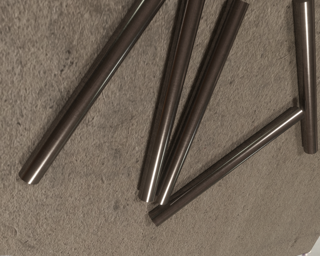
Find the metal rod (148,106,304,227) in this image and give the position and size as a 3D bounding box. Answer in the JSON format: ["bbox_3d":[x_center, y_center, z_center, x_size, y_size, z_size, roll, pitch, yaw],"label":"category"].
[{"bbox_3d":[0.111,0.060,0.506,0.301,0.025,0.025,-36,129,-5],"label":"metal rod"}]

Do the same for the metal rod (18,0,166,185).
[{"bbox_3d":[-0.063,-0.061,0.335,0.025,0.025,0.299,30,102,-38],"label":"metal rod"}]

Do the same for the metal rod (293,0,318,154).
[{"bbox_3d":[0.239,-0.065,0.500,0.025,0.025,0.299,-32,129,-8],"label":"metal rod"}]

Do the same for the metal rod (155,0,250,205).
[{"bbox_3d":[0.047,-0.020,0.421,0.025,0.025,0.298,6,116,-31],"label":"metal rod"}]

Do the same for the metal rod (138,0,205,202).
[{"bbox_3d":[0.011,-0.029,0.396,0.025,0.025,0.298,-2,119,-28],"label":"metal rod"}]
